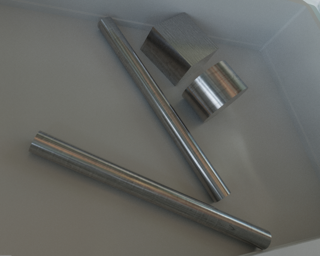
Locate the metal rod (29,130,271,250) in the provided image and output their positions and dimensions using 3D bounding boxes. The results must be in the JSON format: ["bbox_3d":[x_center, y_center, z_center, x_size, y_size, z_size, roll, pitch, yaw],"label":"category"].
[{"bbox_3d":[0.000,0.078,0.359,0.301,0.025,0.025,26,53,-13],"label":"metal rod"}]

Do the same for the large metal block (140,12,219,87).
[{"bbox_3d":[0.031,-0.124,0.484,0.080,0.050,0.080,47,51,5],"label":"large metal block"}]

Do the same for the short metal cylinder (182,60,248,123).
[{"bbox_3d":[0.079,-0.051,0.446,0.081,0.080,0.050,-31,79,-38],"label":"short metal cylinder"}]

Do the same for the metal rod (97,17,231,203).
[{"bbox_3d":[0.000,-0.033,0.426,0.025,0.025,0.299,-24,75,-37],"label":"metal rod"}]
